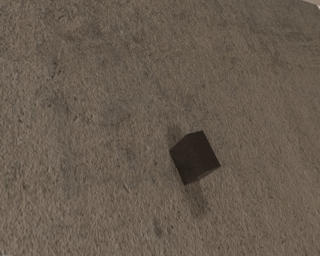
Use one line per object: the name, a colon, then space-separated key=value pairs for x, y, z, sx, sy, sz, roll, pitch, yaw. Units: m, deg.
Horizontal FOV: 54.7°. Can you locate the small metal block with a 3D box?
small metal block: x=0.042 y=0.038 z=0.389 sx=0.025 sy=0.050 sz=0.050 roll=-12 pitch=68 yaw=-33
